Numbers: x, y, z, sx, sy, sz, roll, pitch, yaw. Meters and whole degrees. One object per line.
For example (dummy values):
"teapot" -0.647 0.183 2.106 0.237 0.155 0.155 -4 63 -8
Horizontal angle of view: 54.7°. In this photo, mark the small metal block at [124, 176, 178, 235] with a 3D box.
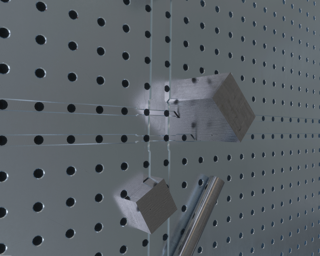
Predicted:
"small metal block" -0.011 0.098 0.400 0.050 0.025 0.050 -35 112 -34

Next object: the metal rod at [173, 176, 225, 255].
"metal rod" 0.020 0.201 0.426 0.025 0.025 0.300 45 63 -31

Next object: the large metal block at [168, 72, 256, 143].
"large metal block" 0.073 -0.026 0.434 0.080 0.080 0.050 52 60 -28
